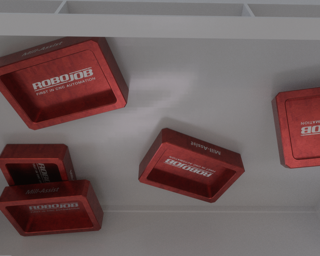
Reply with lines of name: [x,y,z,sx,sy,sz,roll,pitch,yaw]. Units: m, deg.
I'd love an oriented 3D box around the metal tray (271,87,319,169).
metal tray: [0.206,-0.004,0.363,0.131,0.090,0.030,-7,173,9]

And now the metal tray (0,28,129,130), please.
metal tray: [-0.113,-0.052,0.359,0.130,0.030,0.090,-14,129,11]

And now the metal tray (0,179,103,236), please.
metal tray: [-0.161,0.123,0.468,0.131,0.030,0.089,-6,130,4]

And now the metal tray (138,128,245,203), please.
metal tray: [0.045,0.059,0.456,0.131,0.030,0.089,20,127,-16]

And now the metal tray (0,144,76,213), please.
metal tray: [-0.178,0.081,0.472,0.091,0.030,0.129,0,130,0]
